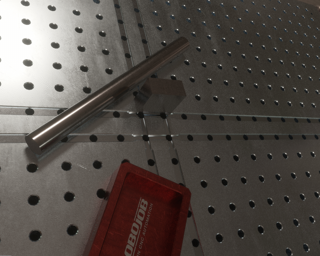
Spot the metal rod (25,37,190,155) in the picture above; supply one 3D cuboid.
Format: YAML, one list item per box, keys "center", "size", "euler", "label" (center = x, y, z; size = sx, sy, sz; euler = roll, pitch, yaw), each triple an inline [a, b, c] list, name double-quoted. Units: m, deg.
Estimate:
- center: [-0.047, -0.061, 0.420]
  size: [0.025, 0.025, 0.302]
  euler: [45, 51, 3]
  label: "metal rod"

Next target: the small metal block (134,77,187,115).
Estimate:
- center: [-0.001, -0.041, 0.419]
  size: [0.050, 0.050, 0.025]
  euler: [1, 62, -28]
  label: "small metal block"

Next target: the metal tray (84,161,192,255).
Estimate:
- center: [-0.022, 0.111, 0.326]
  size: [0.090, 0.030, 0.130]
  euler: [26, 52, -13]
  label: "metal tray"
